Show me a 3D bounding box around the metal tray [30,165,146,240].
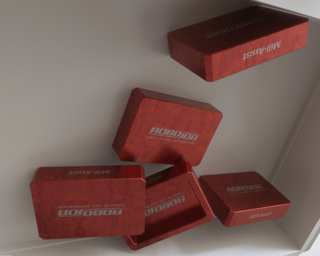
[{"bbox_3d":[-0.085,0.093,0.386,0.131,0.030,0.089,-1,116,-6],"label":"metal tray"}]

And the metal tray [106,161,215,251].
[{"bbox_3d":[-0.001,0.111,0.437,0.130,0.030,0.090,-24,113,7],"label":"metal tray"}]

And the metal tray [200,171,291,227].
[{"bbox_3d":[0.138,0.113,0.514,0.131,0.090,0.030,1,118,-29],"label":"metal tray"}]

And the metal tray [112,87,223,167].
[{"bbox_3d":[0.012,0.004,0.416,0.131,0.030,0.089,9,114,-33],"label":"metal tray"}]

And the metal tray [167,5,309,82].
[{"bbox_3d":[0.086,-0.101,0.352,0.131,0.090,0.030,-22,127,-16],"label":"metal tray"}]
